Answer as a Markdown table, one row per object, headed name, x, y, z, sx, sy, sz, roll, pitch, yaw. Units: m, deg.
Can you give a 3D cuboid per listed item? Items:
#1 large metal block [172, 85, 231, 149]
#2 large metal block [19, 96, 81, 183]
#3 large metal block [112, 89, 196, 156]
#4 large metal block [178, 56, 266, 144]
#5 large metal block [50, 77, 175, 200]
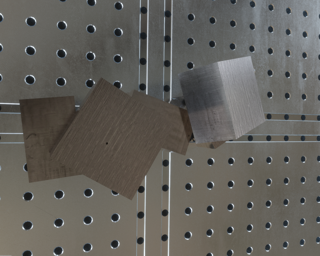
| name | x | y | z | sx | sy | sz | roll | pitch | yaw |
| --- | --- | --- | --- | --- | --- | --- | --- | --- | --- |
| large metal block | 0.076 | -0.027 | 0.429 | 0.080 | 0.050 | 0.080 | -32 | 101 | -18 |
| large metal block | -0.119 | 0.010 | 0.339 | 0.050 | 0.080 | 0.079 | -7 | 93 | -20 |
| large metal block | -0.013 | -0.005 | 0.379 | 0.081 | 0.080 | 0.050 | 20 | 84 | -19 |
| large metal block | 0.073 | -0.034 | 0.355 | 0.081 | 0.050 | 0.080 | -22 | 99 | -48 |
| large metal block | -0.047 | 0.010 | 0.296 | 0.080 | 0.050 | 0.080 | 33 | 79 | -17 |
